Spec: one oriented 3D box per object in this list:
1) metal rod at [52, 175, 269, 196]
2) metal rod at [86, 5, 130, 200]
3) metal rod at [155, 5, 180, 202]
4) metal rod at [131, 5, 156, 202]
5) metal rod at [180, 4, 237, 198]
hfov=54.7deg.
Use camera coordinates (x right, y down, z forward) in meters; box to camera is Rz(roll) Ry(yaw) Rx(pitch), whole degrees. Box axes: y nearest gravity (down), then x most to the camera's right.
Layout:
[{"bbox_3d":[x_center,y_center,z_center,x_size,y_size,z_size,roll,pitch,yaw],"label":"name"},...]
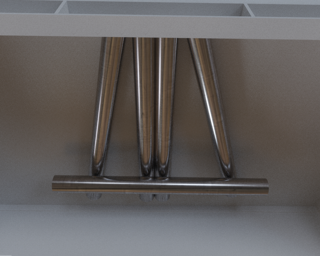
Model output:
[{"bbox_3d":[0.001,0.082,0.443,0.302,0.025,0.025,1,130,-1],"label":"metal rod"},{"bbox_3d":[-0.074,-0.006,0.402,0.025,0.025,0.298,9,130,-8],"label":"metal rod"},{"bbox_3d":[0.006,-0.004,0.404,0.025,0.025,0.298,0,130,-1],"label":"metal rod"},{"bbox_3d":[-0.019,-0.004,0.404,0.025,0.025,0.298,1,130,-1],"label":"metal rod"},{"bbox_3d":[0.074,-0.009,0.401,0.025,0.025,0.299,-12,129,10],"label":"metal rod"}]
